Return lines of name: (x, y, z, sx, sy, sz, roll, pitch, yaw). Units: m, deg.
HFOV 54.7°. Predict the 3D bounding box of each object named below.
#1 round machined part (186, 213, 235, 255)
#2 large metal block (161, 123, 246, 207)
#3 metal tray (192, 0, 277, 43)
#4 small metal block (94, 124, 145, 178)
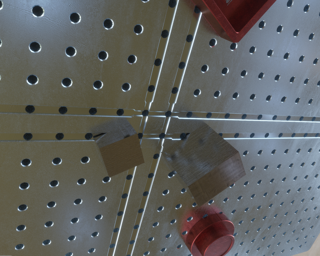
round machined part: (0.103, 0.215, 0.592, 0.099, 0.042, 0.097, -14, 125, -21)
large metal block: (0.061, 0.050, 0.442, 0.080, 0.080, 0.050, -33, 129, -7)
metal tray: (0.102, -0.177, 0.356, 0.130, 0.030, 0.090, -48, 129, 5)
small metal block: (-0.052, 0.030, 0.402, 0.050, 0.025, 0.050, -22, 127, -16)
